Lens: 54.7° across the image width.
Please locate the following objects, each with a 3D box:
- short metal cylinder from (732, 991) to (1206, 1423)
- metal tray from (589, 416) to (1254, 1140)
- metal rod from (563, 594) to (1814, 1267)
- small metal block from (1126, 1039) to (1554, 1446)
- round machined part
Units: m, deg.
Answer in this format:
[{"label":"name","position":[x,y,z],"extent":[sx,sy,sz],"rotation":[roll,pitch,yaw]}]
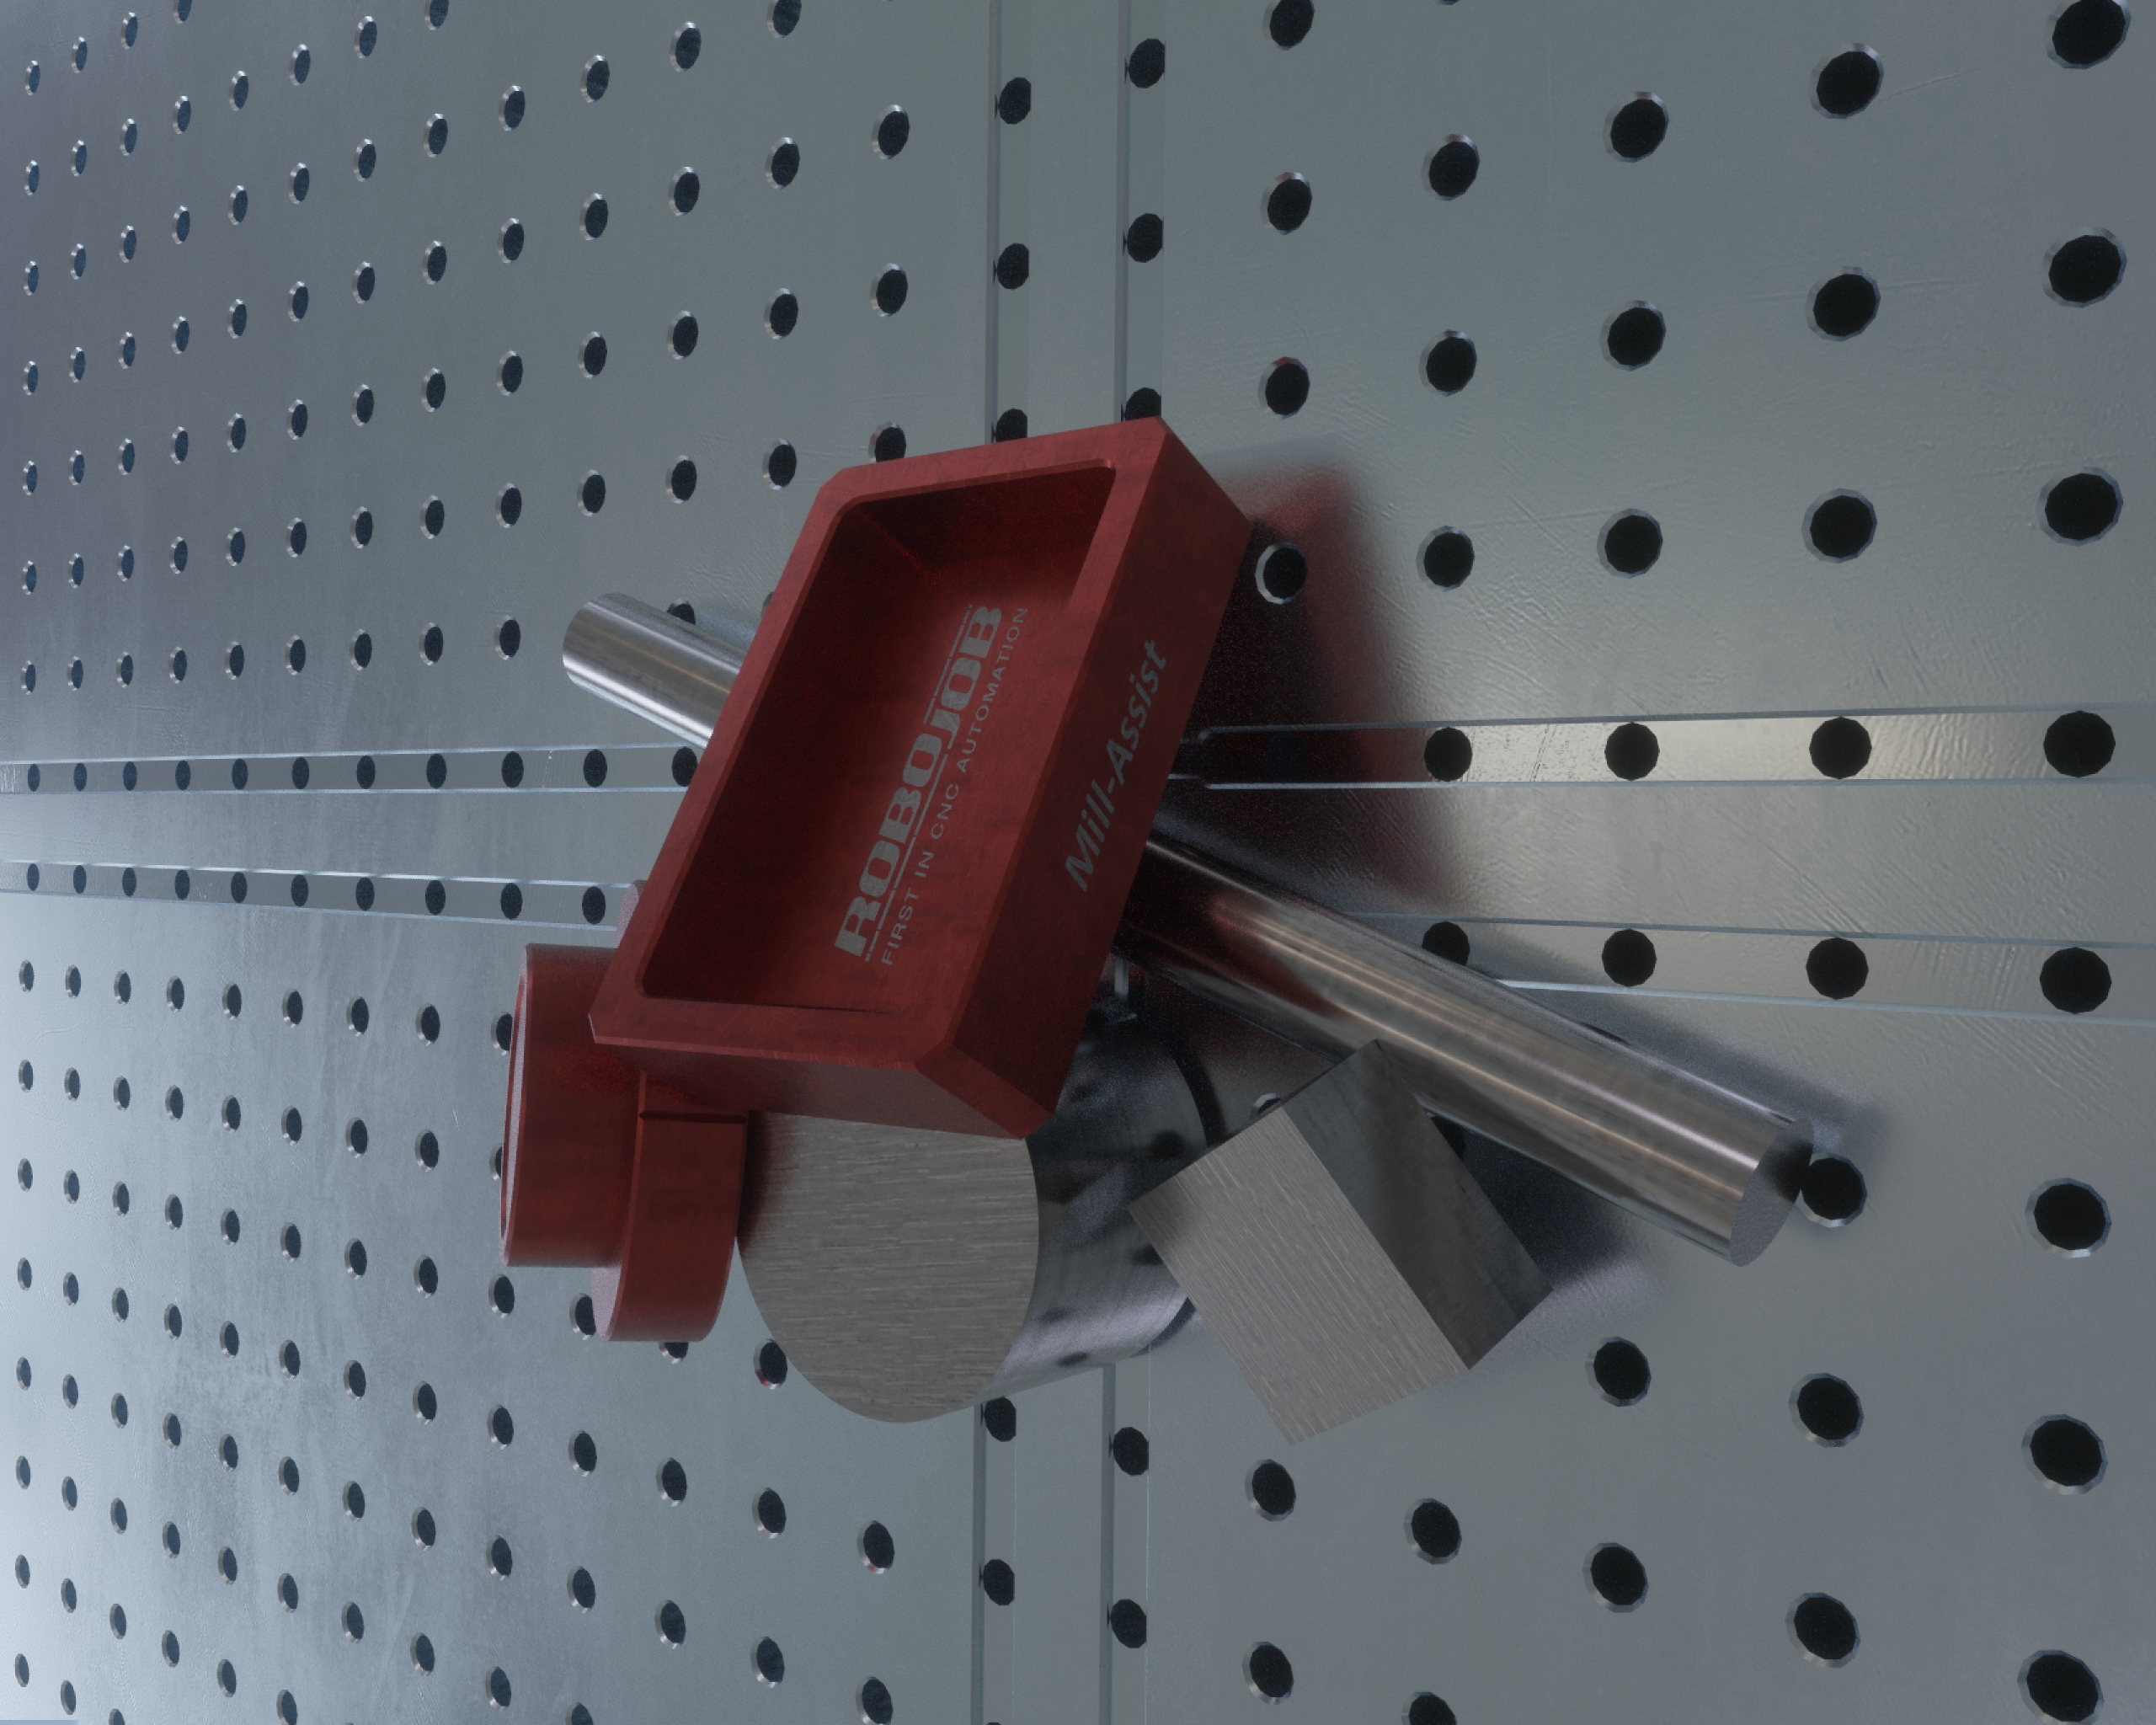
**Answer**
[{"label":"short metal cylinder","position":[-0.021,0.063,0.406],"extent":[0.080,0.050,0.079],"rotation":[0,90,40]},{"label":"metal tray","position":[-0.028,-0.017,0.386],"extent":[0.090,0.030,0.130],"rotation":[0,61,39]},{"label":"metal rod","position":[-0.003,-0.001,0.407],"extent":[0.300,0.025,0.025],"rotation":[25,106,37]},{"label":"small metal block","position":[0.043,0.065,0.354],"extent":[0.050,0.025,0.050],"rotation":[55,140,7]},{"label":"round machined part","position":[-0.099,0.052,0.444],"extent":[0.098,0.042,0.097],"rotation":[-175,89,-73]}]
